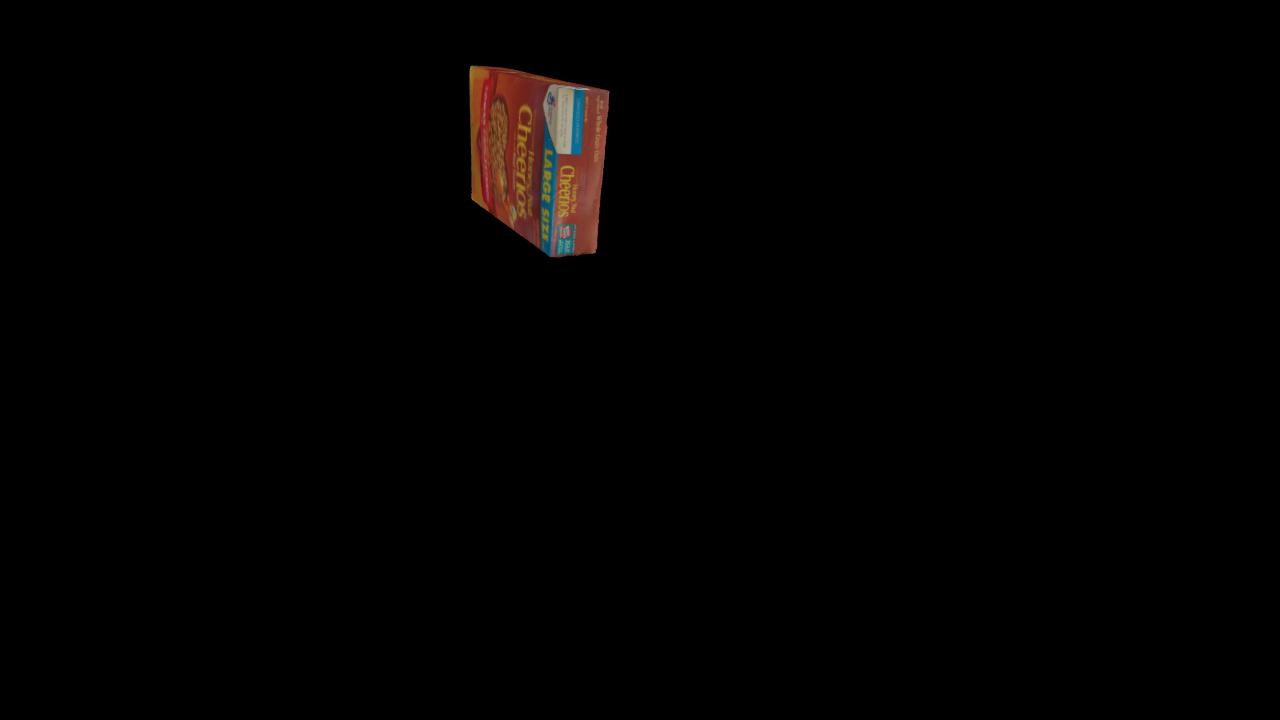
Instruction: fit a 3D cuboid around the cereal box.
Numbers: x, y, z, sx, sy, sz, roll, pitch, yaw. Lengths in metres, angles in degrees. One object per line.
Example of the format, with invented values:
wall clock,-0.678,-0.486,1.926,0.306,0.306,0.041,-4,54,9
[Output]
cereal box,-0.153,-0.286,0.854,0.081,0.203,0.306,-10,32,-31
